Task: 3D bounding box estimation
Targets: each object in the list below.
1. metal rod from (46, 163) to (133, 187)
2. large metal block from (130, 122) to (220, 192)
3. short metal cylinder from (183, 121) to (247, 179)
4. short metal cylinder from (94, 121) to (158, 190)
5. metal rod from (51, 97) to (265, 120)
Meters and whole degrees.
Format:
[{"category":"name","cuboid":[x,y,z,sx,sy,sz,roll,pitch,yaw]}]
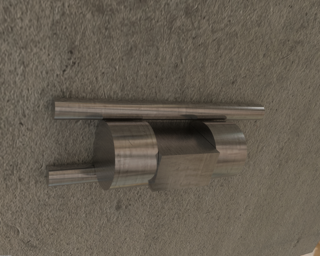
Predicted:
[{"category":"metal rod","cuboid":[-0.002,0.056,0.442,0.303,0.025,0.025,-1,119,-28]},{"category":"large metal block","cuboid":[0.015,0.033,0.398,0.081,0.080,0.050,0,119,-29]},{"category":"short metal cylinder","cuboid":[0.073,0.030,0.430,0.050,0.080,0.079,-1,119,-28]},{"category":"short metal cylinder","cuboid":[-0.043,0.031,0.368,0.050,0.080,0.079,-1,119,-28]},{"category":"metal rod","cuboid":[0.018,-0.023,0.404,0.303,0.025,0.025,-1,119,-28]}]
